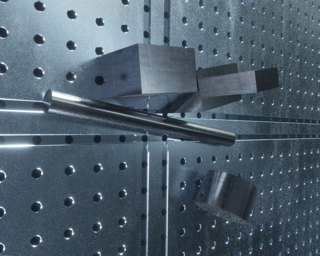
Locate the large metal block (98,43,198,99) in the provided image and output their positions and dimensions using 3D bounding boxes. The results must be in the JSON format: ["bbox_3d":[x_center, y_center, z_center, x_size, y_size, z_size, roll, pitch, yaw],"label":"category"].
[{"bbox_3d":[-0.015,-0.063,0.363,0.081,0.080,0.050,-8,95,-40],"label":"large metal block"}]

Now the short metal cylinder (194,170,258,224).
[{"bbox_3d":[0.097,0.102,0.458,0.080,0.080,0.050,38,67,-34],"label":"short metal cylinder"}]

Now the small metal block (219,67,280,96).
[{"bbox_3d":[0.111,-0.058,0.384,0.050,0.050,0.025,-15,100,-39],"label":"small metal block"}]

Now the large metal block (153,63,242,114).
[{"bbox_3d":[0.050,-0.053,0.418,0.081,0.080,0.050,-18,102,-39],"label":"large metal block"}]

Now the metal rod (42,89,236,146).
[{"bbox_3d":[0.000,-0.005,0.410,0.302,0.025,0.025,11,83,-40],"label":"metal rod"}]
